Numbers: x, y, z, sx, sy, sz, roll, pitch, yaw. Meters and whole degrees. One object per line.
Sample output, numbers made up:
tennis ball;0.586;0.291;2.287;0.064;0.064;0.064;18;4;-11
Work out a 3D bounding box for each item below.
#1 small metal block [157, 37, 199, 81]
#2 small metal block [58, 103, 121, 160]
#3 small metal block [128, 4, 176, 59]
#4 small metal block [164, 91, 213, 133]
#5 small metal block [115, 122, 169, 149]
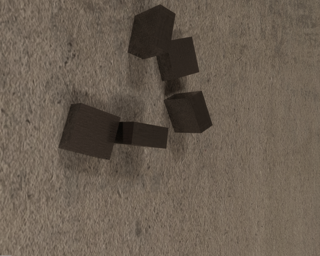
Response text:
small metal block;0.024;-0.095;0.426;0.050;0.025;0.050;-22;104;-38
small metal block;-0.077;0.005;0.342;0.050;0.025;0.050;21;77;-38
small metal block;-0.011;-0.116;0.381;0.025;0.050;0.050;16;80;-39
small metal block;0.038;-0.021;0.423;0.025;0.050;0.050;-32;110;-36
small metal block;-0.026;0.009;0.368;0.050;0.050;0.025;10;84;-40
